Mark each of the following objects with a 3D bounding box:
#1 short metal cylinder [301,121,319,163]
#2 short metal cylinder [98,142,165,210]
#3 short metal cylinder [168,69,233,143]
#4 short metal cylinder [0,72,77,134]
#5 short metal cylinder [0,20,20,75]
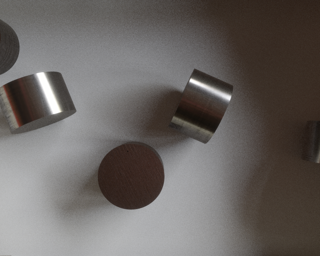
[{"bbox_3d":[0.223,0.021,0.385,0.080,0.080,0.050,9,90,0],"label":"short metal cylinder"},{"bbox_3d":[-0.035,0.059,0.399,0.081,0.050,0.080,0,90,0],"label":"short metal cylinder"},{"bbox_3d":[0.049,-0.027,0.384,0.050,0.080,0.080,24,90,0],"label":"short metal cylinder"},{"bbox_3d":[-0.151,-0.030,0.383,0.080,0.080,0.050,-22,90,0],"label":"short metal cylinder"},{"bbox_3d":[-0.232,-0.110,0.397,0.081,0.050,0.080,0,90,0],"label":"short metal cylinder"}]
